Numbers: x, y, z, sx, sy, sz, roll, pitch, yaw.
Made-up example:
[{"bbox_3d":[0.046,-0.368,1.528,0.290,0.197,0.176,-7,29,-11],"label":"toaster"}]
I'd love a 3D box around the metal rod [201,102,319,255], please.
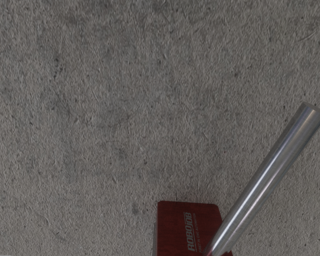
[{"bbox_3d":[0.084,0.105,0.343,0.025,0.025,0.298,22,114,-8],"label":"metal rod"}]

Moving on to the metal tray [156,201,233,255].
[{"bbox_3d":[0.041,0.147,0.409,0.091,0.130,0.030,4,110,-2],"label":"metal tray"}]

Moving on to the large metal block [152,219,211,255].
[{"bbox_3d":[0.035,0.173,0.435,0.080,0.080,0.050,-11,111,6],"label":"large metal block"}]
